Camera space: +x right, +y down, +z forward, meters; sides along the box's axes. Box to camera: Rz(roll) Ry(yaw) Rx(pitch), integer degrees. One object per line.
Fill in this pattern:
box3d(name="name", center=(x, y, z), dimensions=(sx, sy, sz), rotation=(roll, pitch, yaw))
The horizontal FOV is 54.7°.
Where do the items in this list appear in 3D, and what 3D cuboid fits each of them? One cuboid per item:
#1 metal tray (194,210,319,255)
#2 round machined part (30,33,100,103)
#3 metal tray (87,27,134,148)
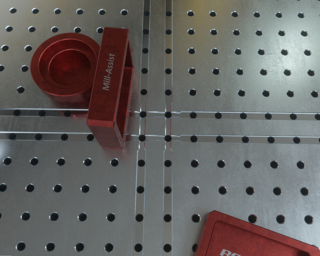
box3d(name="metal tray", center=(0.105, 0.159, 0.352), dimensions=(0.131, 0.030, 0.090), rotation=(19, 71, 6))
box3d(name="round machined part", center=(-0.123, -0.079, 0.430), dimensions=(0.099, 0.042, 0.098), rotation=(0, 70, -1))
box3d(name="metal tray", center=(-0.058, -0.049, 0.394), dimensions=(0.030, 0.090, 0.130), rotation=(5, 70, 2))
